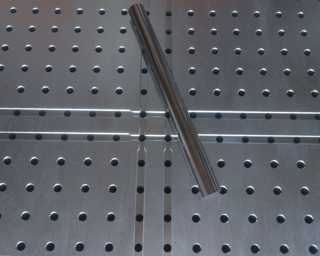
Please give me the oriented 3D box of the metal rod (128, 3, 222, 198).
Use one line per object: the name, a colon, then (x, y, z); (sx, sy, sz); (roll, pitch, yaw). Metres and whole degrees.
metal rod: (0.014, -0.050, 0.430); (0.025, 0.025, 0.299); (-19, 71, -7)
